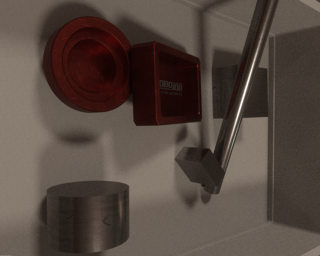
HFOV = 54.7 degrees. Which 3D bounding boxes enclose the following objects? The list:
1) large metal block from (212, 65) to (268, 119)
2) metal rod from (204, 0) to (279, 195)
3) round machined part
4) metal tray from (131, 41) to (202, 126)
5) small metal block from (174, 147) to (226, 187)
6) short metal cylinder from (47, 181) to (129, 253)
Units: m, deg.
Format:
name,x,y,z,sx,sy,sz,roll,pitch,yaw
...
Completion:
name,x,y,z,sx,sy,sz,roll,pitch,yaw
large metal block,0.131,-0.056,0.503,0.081,0.050,0.079,-3,92,-40
metal rod,0.108,-0.040,0.425,0.025,0.025,0.298,-7,118,-40
round machined part,-0.076,-0.065,0.333,0.099,0.042,0.097,0,90,-40
metal tray,0.014,-0.050,0.387,0.131,0.030,0.089,-6,94,-61
small metal block,0.057,0.054,0.440,0.025,0.050,0.050,-50,120,-28
short metal cylinder,-0.071,0.085,0.313,0.081,0.080,0.050,-1,91,-40
